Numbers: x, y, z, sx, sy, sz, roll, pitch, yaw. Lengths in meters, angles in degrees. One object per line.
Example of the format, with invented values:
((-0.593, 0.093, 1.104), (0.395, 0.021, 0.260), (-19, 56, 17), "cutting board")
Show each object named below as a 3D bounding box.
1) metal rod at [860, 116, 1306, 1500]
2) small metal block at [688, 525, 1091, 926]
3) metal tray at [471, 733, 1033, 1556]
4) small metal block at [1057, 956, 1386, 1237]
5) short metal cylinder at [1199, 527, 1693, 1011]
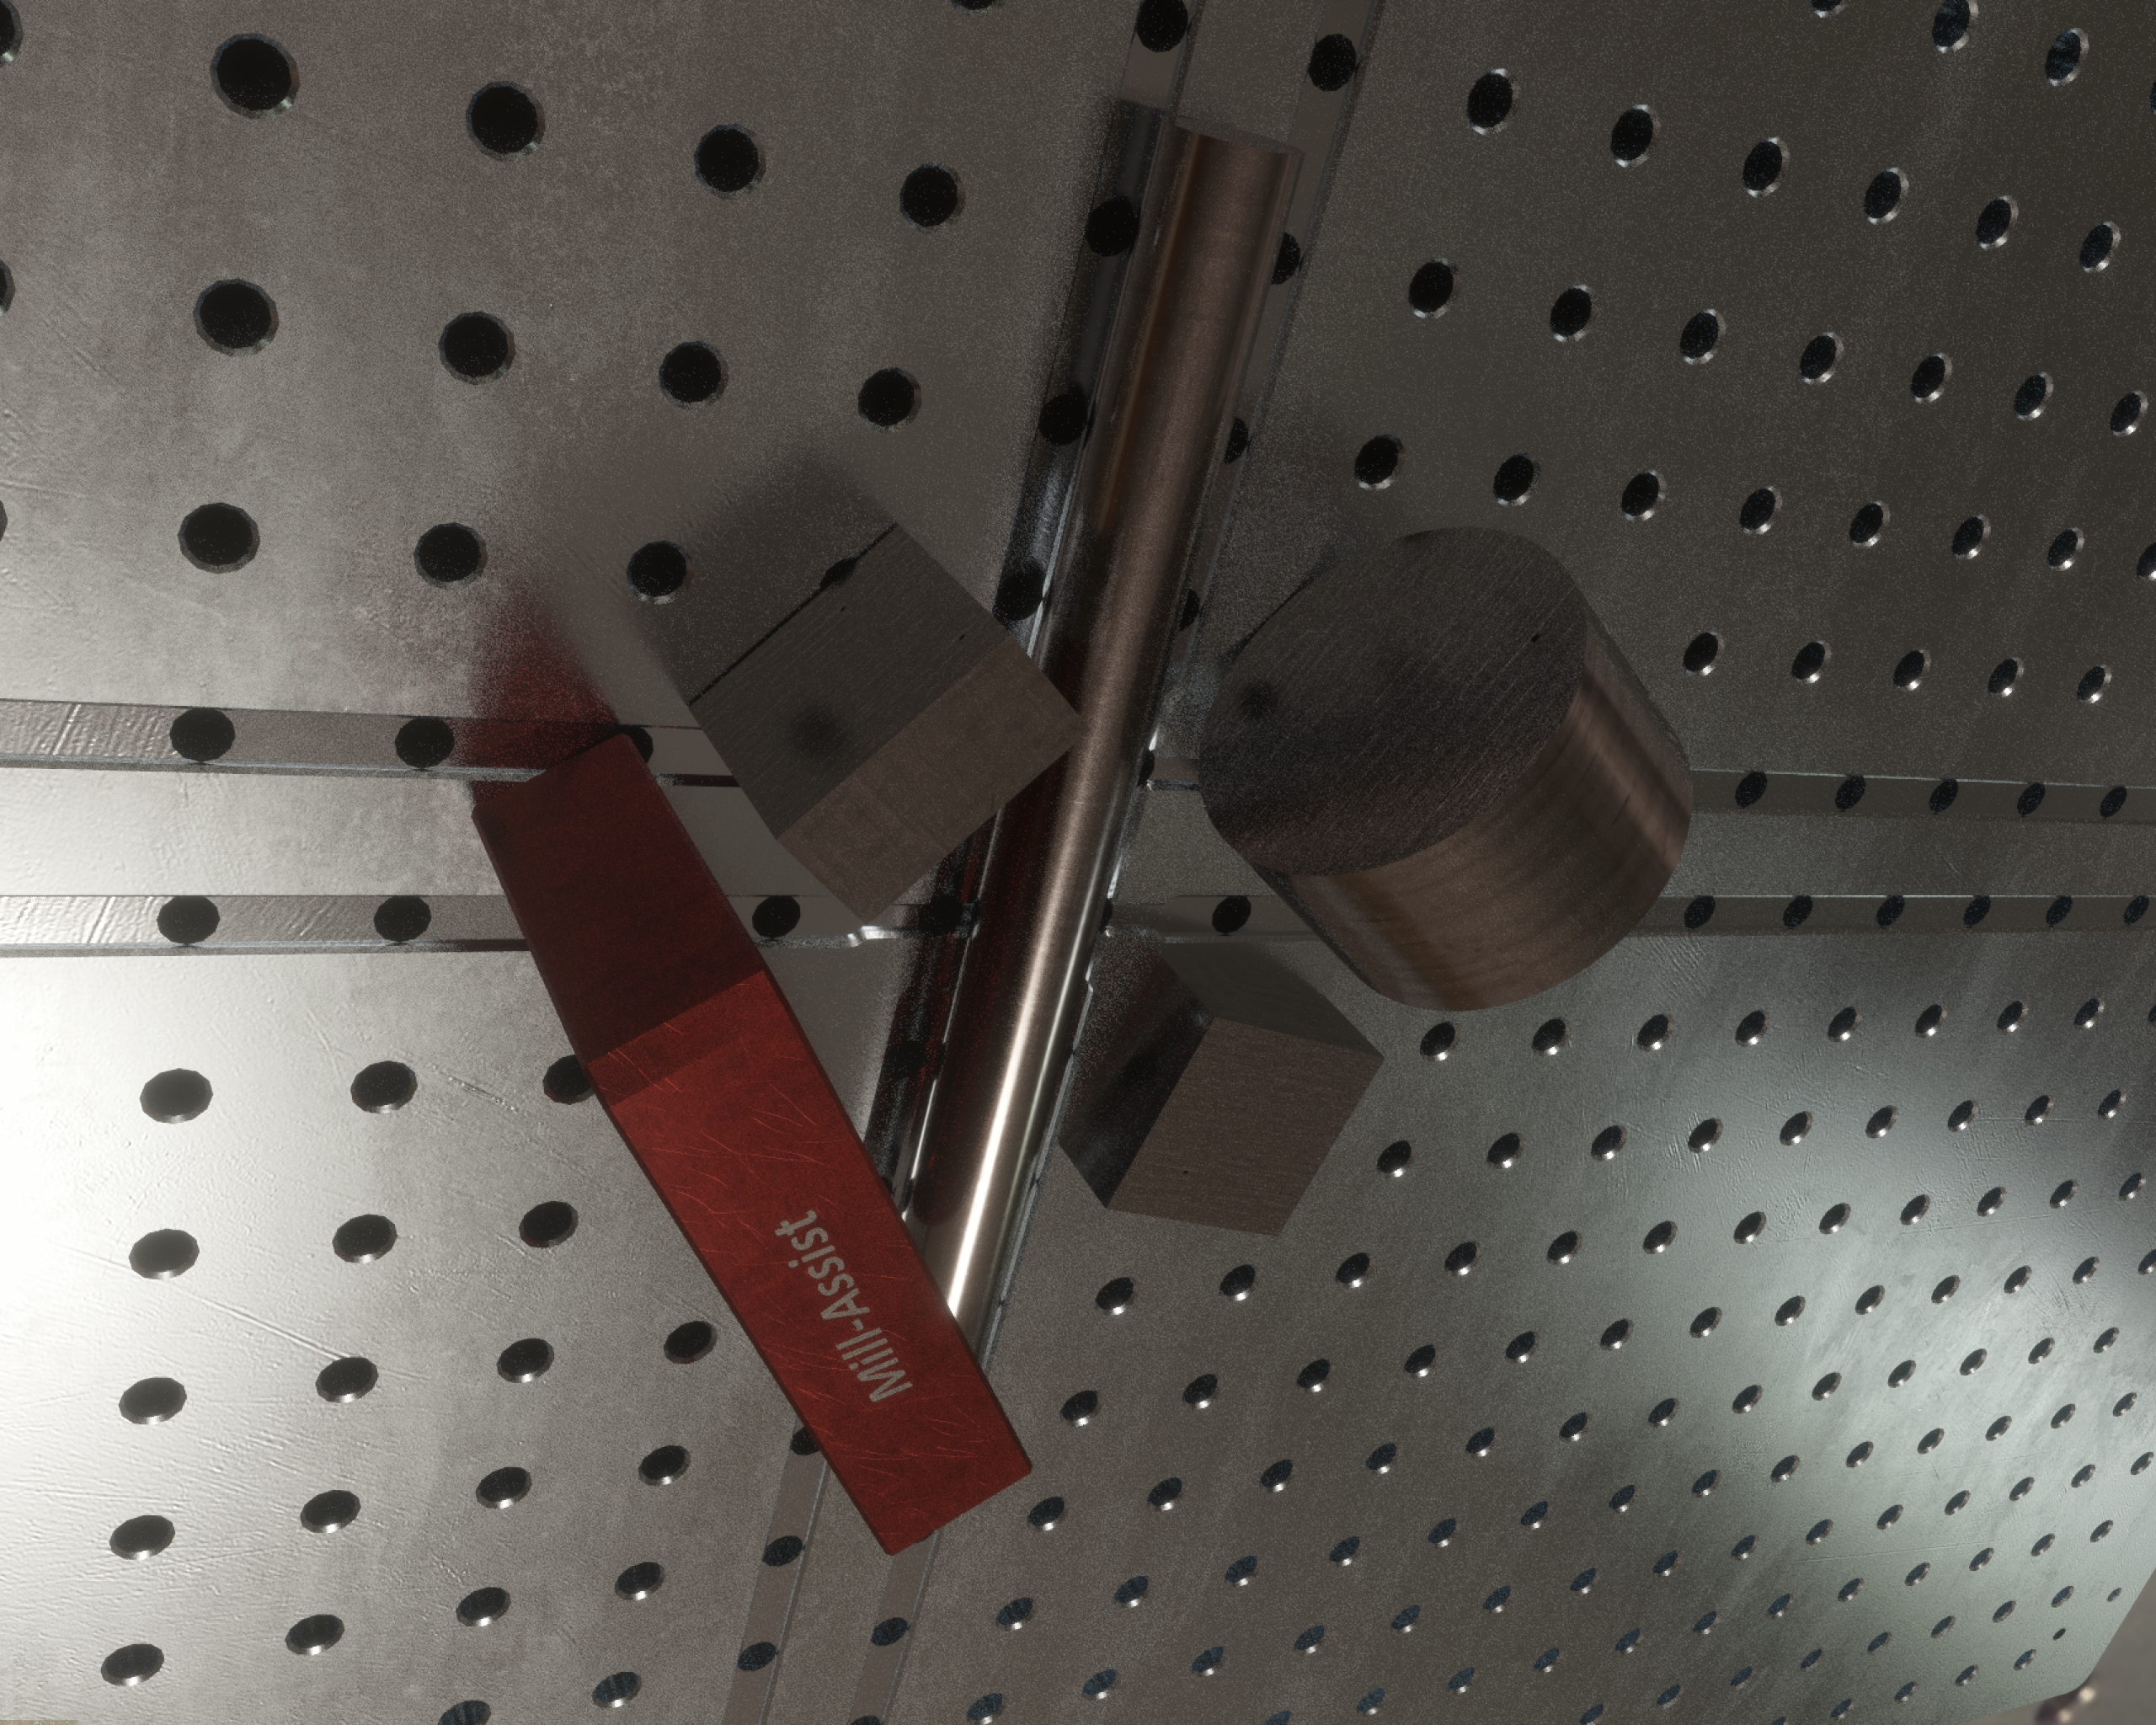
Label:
((-0.008, 0.008, 0.413), (0.025, 0.025, 0.298), (0, 119, -29), "metal rod")
((-0.034, -0.025, 0.361), (0.050, 0.050, 0.025), (-41, 130, 0), "small metal block")
((-0.057, 0.051, 0.370), (0.030, 0.090, 0.129), (-29, 129, -10), "metal tray")
((0.032, 0.053, 0.464), (0.050, 0.025, 0.050), (16, 110, -35), "small metal block")
((0.071, -0.018, 0.405), (0.080, 0.080, 0.050), (-44, 130, 2), "short metal cylinder")
